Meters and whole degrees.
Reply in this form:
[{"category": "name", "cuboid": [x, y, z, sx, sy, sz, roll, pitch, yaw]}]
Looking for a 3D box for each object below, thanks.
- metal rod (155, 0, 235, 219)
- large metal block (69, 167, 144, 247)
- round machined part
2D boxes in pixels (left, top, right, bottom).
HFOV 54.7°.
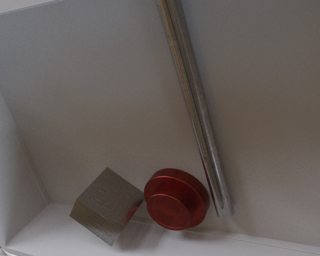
[{"category": "metal rod", "cuboid": [0.048, -0.013, 0.374, 0.025, 0.025, 0.298, -4, 117, 30]}, {"category": "large metal block", "cuboid": [-0.080, 0.122, 0.489, 0.080, 0.080, 0.050, 34, 129, 5]}, {"category": "round machined part", "cuboid": [0.020, 0.111, 0.455, 0.098, 0.042, 0.097, 13, 124, 20]}]
